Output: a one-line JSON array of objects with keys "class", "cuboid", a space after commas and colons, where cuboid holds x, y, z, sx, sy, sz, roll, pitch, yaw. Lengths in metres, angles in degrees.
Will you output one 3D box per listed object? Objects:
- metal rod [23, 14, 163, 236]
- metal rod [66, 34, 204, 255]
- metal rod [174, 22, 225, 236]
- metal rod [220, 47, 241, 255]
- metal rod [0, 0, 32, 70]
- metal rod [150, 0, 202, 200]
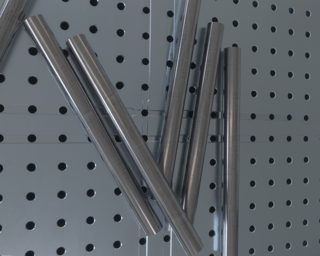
[{"class": "metal rod", "cuboid": [-0.077, 0.005, 0.384, 0.025, 0.025, 0.299, -31, 100, -17]}, {"class": "metal rod", "cuboid": [-0.029, 0.023, 0.383, 0.025, 0.025, 0.299, -30, 93, -17]}, {"class": "metal rod", "cuboid": [0.055, 0.002, 0.432, 0.025, 0.025, 0.299, 10, 87, -20]}, {"class": "metal rod", "cuboid": [0.103, 0.035, 0.450, 0.025, 0.025, 0.298, 1, 90, -20]}, {"class": "metal rod", "cuboid": [-0.172, -0.116, 0.348, 0.025, 0.025, 0.299, 23, 82, -19]}, {"class": "metal rod", "cuboid": [0.024, -0.052, 0.420, 0.025, 0.025, 0.299, 11, 86, -20]}]
